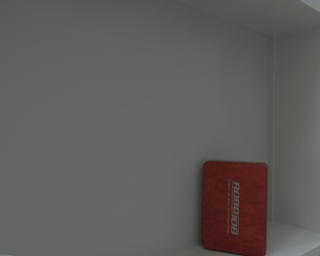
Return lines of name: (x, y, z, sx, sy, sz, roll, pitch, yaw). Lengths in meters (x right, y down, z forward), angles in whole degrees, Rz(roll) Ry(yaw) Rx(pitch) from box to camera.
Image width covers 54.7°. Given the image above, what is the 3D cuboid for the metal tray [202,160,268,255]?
metal tray: (0.111, 0.114, 0.457, 0.030, 0.090, 0.129, 4, 87, -67)
